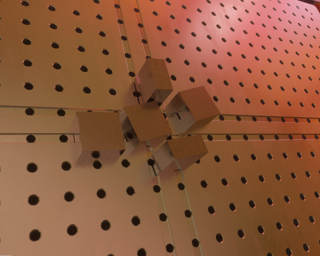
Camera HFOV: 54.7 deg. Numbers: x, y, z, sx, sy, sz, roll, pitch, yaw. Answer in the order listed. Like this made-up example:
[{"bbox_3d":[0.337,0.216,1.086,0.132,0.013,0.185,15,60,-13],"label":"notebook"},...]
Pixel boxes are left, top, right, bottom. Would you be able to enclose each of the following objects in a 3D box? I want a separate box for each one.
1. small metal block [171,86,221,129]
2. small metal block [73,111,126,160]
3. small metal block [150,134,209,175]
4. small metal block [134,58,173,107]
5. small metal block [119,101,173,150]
[{"bbox_3d":[0.053,-0.031,0.457,0.050,0.025,0.050,-18,71,-35],"label":"small metal block"},{"bbox_3d":[-0.072,0.009,0.365,0.050,0.025,0.050,0,62,-29],"label":"small metal block"},{"bbox_3d":[0.023,0.033,0.386,0.050,0.050,0.025,-8,66,-32],"label":"small metal block"},{"bbox_3d":[-0.010,-0.060,0.425,0.025,0.050,0.050,0,62,-29],"label":"small metal block"},{"bbox_3d":[-0.020,-0.004,0.401,0.050,0.025,0.050,-15,70,-34],"label":"small metal block"}]
